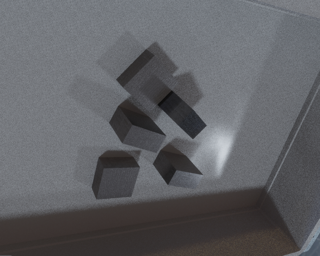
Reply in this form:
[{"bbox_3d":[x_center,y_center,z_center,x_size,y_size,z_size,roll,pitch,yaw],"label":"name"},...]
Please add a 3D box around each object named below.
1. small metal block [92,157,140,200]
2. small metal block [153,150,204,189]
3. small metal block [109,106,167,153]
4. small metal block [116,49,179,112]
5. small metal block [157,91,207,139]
[{"bbox_3d":[-0.060,0.067,0.419,0.050,0.025,0.050,3,117,-30],"label":"small metal block"},{"bbox_3d":[0.026,0.060,0.445,0.050,0.050,0.025,16,110,-35],"label":"small metal block"},{"bbox_3d":[-0.028,0.002,0.380,0.050,0.050,0.025,19,108,-36],"label":"small metal block"},{"bbox_3d":[-0.014,-0.056,0.368,0.050,0.025,0.050,-45,129,3],"label":"small metal block"},{"bbox_3d":[0.026,-0.018,0.389,0.025,0.050,0.050,-46,146,3],"label":"small metal block"}]
